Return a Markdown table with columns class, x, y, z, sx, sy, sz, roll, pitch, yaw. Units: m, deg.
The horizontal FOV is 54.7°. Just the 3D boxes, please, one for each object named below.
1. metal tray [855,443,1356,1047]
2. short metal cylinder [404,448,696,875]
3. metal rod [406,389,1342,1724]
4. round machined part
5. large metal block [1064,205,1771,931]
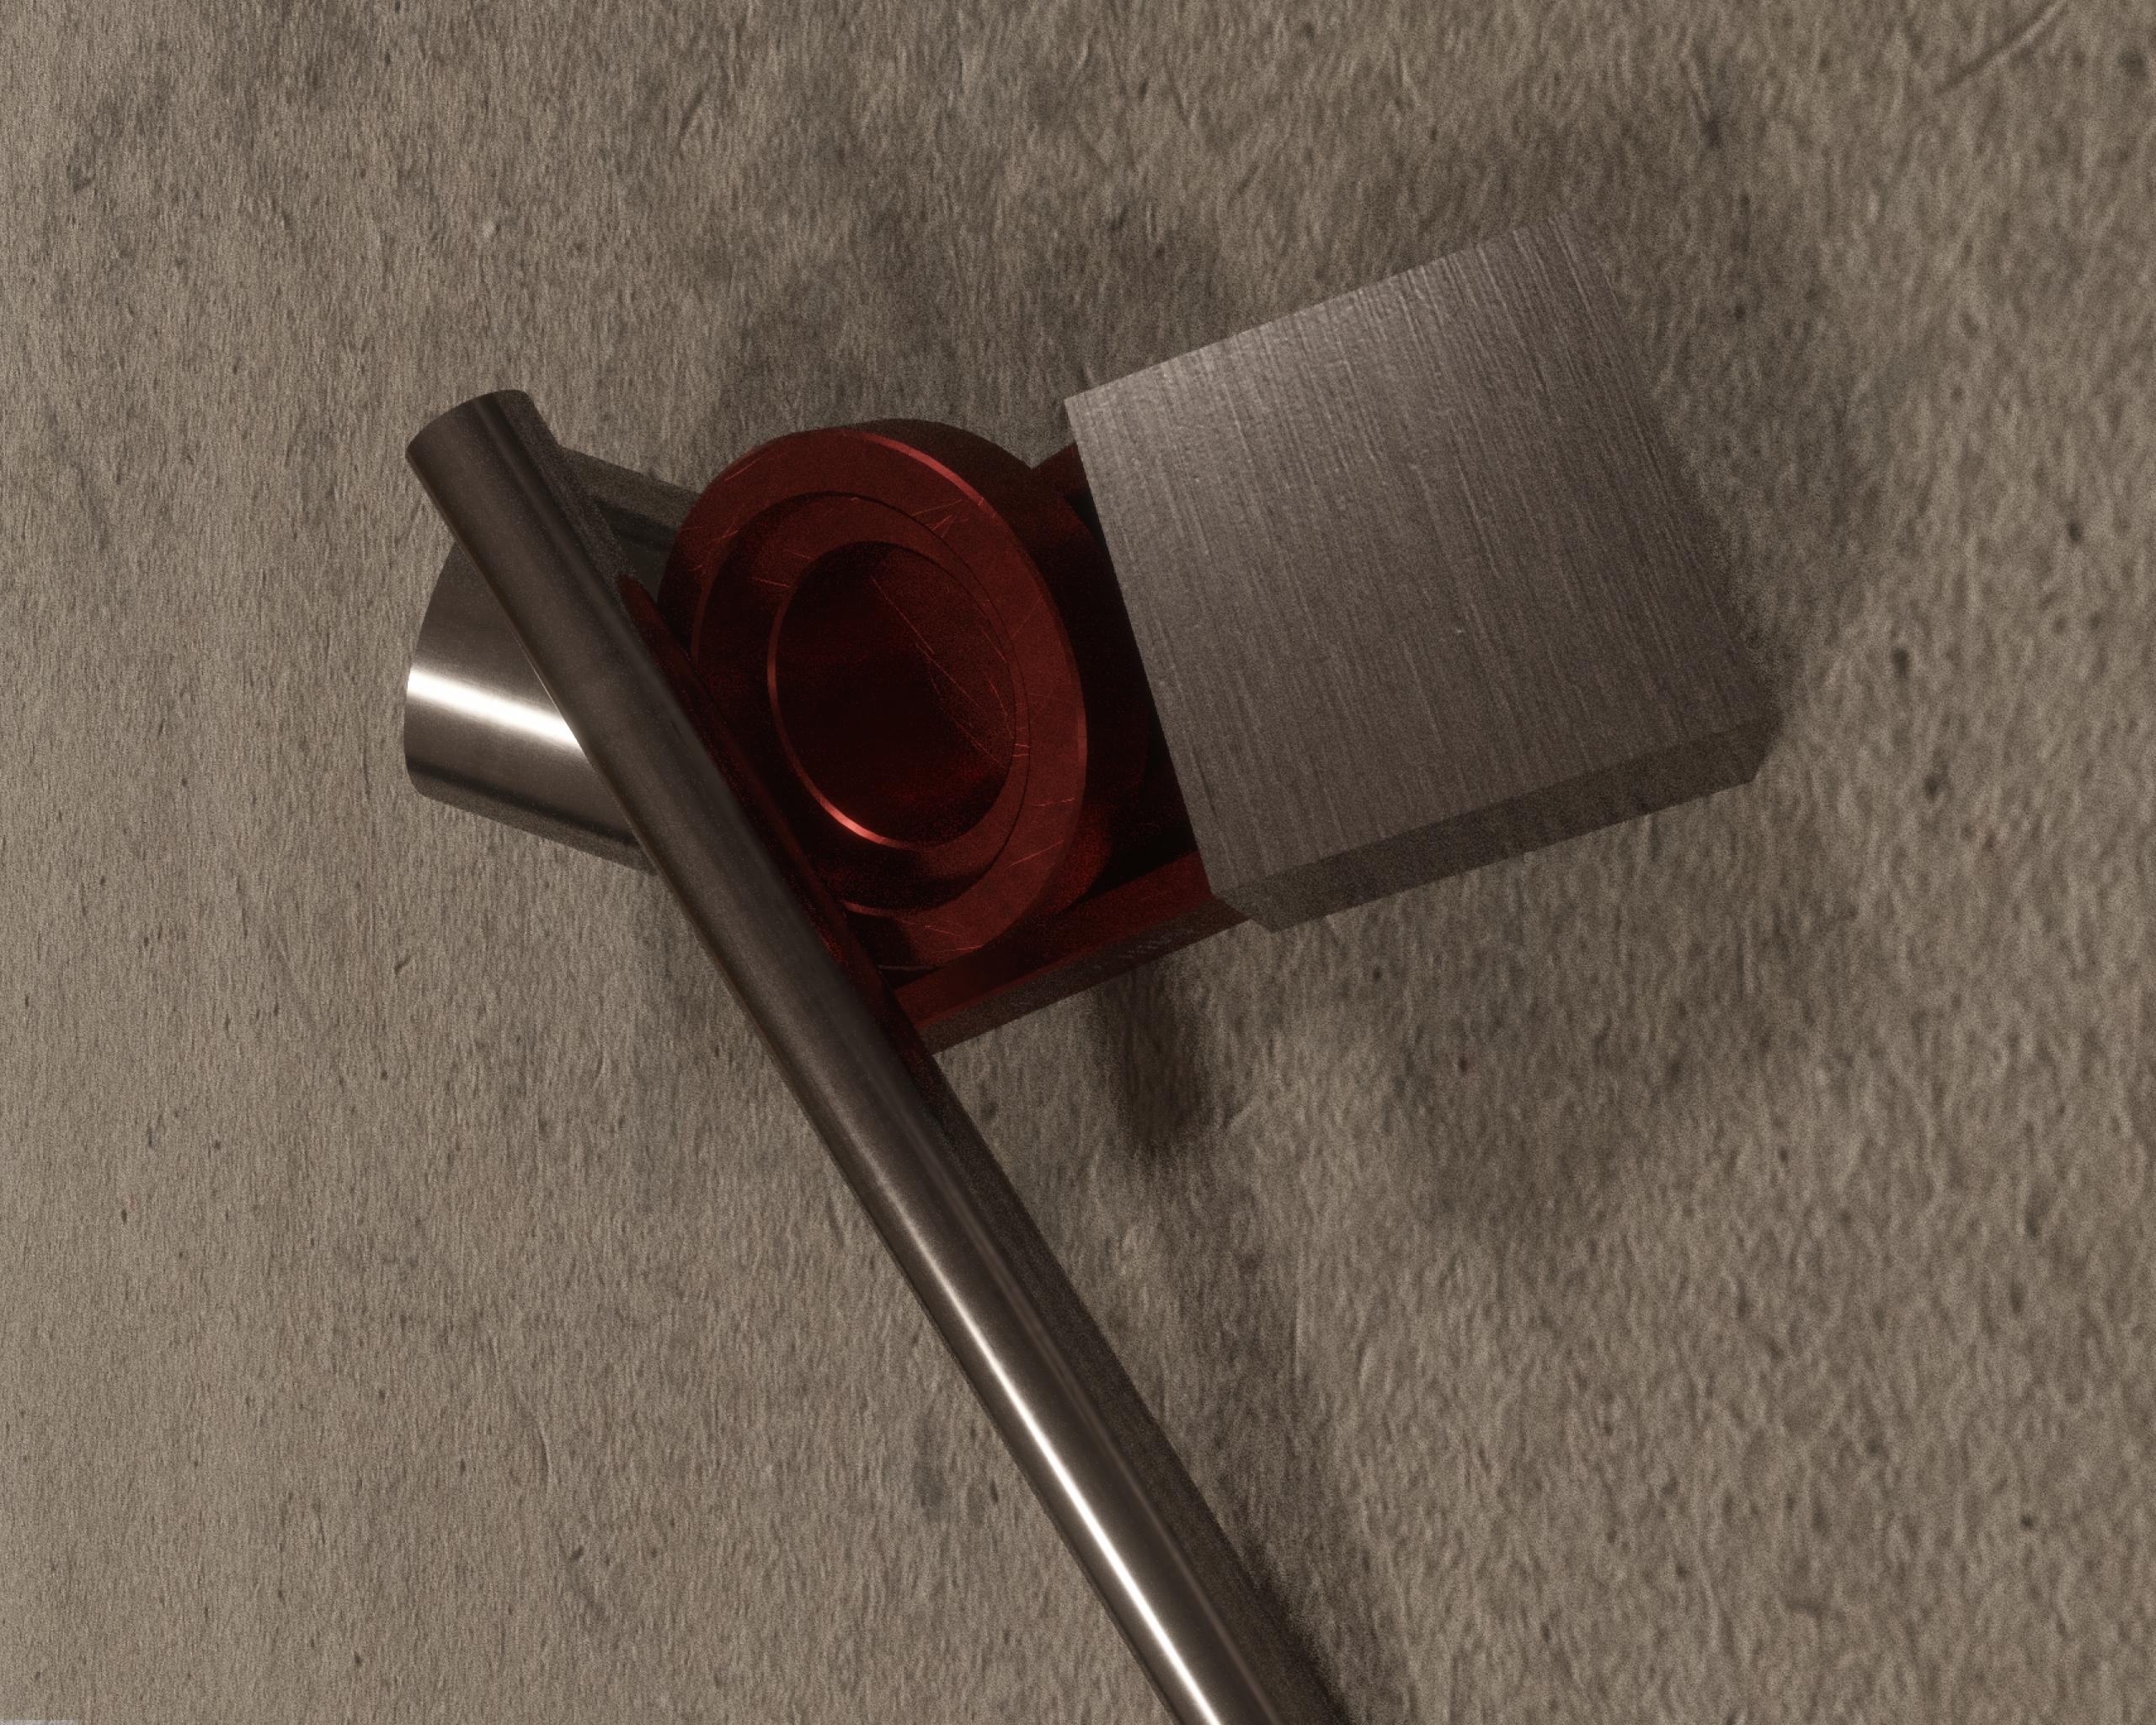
| class | x | y | z | sx | sy | sz | roll | pitch | yaw |
| --- | --- | --- | --- | --- | --- | --- | --- | --- | --- |
| metal tray | -0.009 | -0.022 | 0.408 | 0.130 | 0.030 | 0.090 | -26 | 74 | 36 |
| short metal cylinder | -0.100 | -0.043 | 0.442 | 0.050 | 0.080 | 0.079 | 19 | 105 | 1 |
| metal rod | -0.033 | 0.048 | 0.375 | 0.025 | 0.025 | 0.299 | -34 | 87 | 35 |
| round machined part | -0.028 | -0.033 | 0.385 | 0.098 | 0.042 | 0.097 | 12 | 112 | 32 |
| large metal block | 0.052 | -0.042 | 0.324 | 0.080 | 0.050 | 0.080 | -18 | 77 | 11 |
